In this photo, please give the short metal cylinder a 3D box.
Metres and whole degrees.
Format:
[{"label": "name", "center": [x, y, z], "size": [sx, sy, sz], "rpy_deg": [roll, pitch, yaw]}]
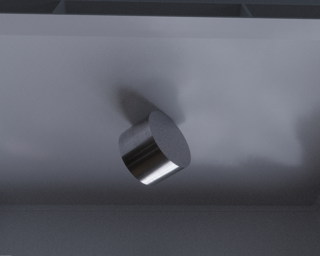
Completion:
[{"label": "short metal cylinder", "center": [-0.006, 0.025, 0.391], "size": [0.050, 0.080, 0.080], "rpy_deg": [-34, 123, 25]}]
